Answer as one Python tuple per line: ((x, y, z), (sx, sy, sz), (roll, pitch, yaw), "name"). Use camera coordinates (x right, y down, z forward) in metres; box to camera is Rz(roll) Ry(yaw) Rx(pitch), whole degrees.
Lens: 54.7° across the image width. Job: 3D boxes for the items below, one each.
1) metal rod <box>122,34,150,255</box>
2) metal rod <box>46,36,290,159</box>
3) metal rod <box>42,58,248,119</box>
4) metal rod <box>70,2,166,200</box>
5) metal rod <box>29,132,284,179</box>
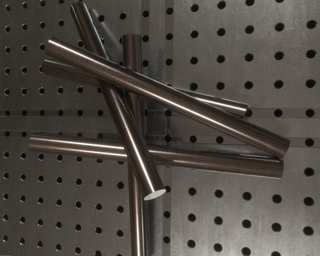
((-0.030, 0.033, 0.404), (0.025, 0.025, 0.298), (0, 97, 19), "metal rod")
((0.006, -0.038, 0.366), (0.301, 0.025, 0.025), (24, 98, 3), "metal rod")
((-0.033, -0.055, 0.423), (0.301, 0.025, 0.025), (16, 95, 18), "metal rod")
((-0.062, -0.052, 0.391), (0.025, 0.025, 0.299), (-33, 64, 17), "metal rod")
((-0.008, 0.032, 0.376), (0.302, 0.025, 0.025), (6, 92, 5), "metal rod")
